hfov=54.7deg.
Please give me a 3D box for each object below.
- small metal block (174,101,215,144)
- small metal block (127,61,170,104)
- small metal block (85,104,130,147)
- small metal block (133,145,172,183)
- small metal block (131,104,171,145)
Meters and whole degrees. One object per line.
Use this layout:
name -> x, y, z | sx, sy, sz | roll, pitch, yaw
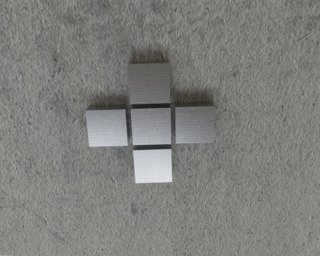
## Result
small metal block -> 0.045, -0.008, 0.409 | 0.050, 0.025, 0.050 | -2, 110, 0
small metal block -> -0.013, -0.058, 0.390 | 0.050, 0.025, 0.050 | -2, 110, 0
small metal block -> -0.068, -0.004, 0.409 | 0.050, 0.025, 0.050 | -2, 110, 0
small metal block -> -0.009, 0.048, 0.429 | 0.050, 0.025, 0.050 | -2, 110, 0
small metal block -> -0.011, -0.006, 0.409 | 0.050, 0.025, 0.050 | -2, 110, 0
